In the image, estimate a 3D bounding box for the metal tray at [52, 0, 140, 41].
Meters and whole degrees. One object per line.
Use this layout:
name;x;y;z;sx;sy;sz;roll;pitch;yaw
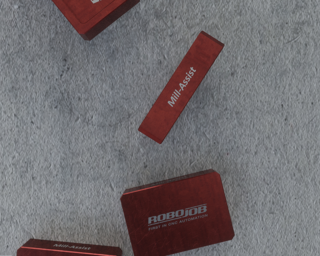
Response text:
metal tray;-0.097;-0.185;0.375;0.090;0.030;0.130;-39;90;0

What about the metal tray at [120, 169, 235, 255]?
metal tray;0.022;0.113;0.408;0.131;0.030;0.089;-14;90;0

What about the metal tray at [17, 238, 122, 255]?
metal tray;-0.120;0.201;0.407;0.131;0.030;0.089;6;90;0

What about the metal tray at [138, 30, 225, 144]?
metal tray;0.023;-0.045;0.377;0.030;0.090;0.130;33;90;0

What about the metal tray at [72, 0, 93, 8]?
metal tray;-0.125;-0.234;0.406;0.130;0.030;0.090;38;90;0
